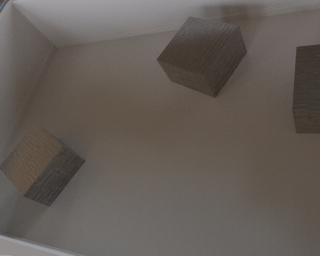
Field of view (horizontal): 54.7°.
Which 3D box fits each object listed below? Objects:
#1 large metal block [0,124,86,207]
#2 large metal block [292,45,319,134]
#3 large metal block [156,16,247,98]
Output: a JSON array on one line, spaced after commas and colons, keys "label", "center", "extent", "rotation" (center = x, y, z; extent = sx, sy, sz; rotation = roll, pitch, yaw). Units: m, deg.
[{"label": "large metal block", "center": [-0.170, 0.052, 0.447], "extent": [0.080, 0.050, 0.080], "rotation": [29, 78, 37]}, {"label": "large metal block", "center": [0.184, -0.040, 0.318], "extent": [0.080, 0.050, 0.080], "rotation": [1, 62, 28]}, {"label": "large metal block", "center": [0.057, -0.098, 0.420], "extent": [0.080, 0.050, 0.080], "rotation": [27, 77, 37]}]
